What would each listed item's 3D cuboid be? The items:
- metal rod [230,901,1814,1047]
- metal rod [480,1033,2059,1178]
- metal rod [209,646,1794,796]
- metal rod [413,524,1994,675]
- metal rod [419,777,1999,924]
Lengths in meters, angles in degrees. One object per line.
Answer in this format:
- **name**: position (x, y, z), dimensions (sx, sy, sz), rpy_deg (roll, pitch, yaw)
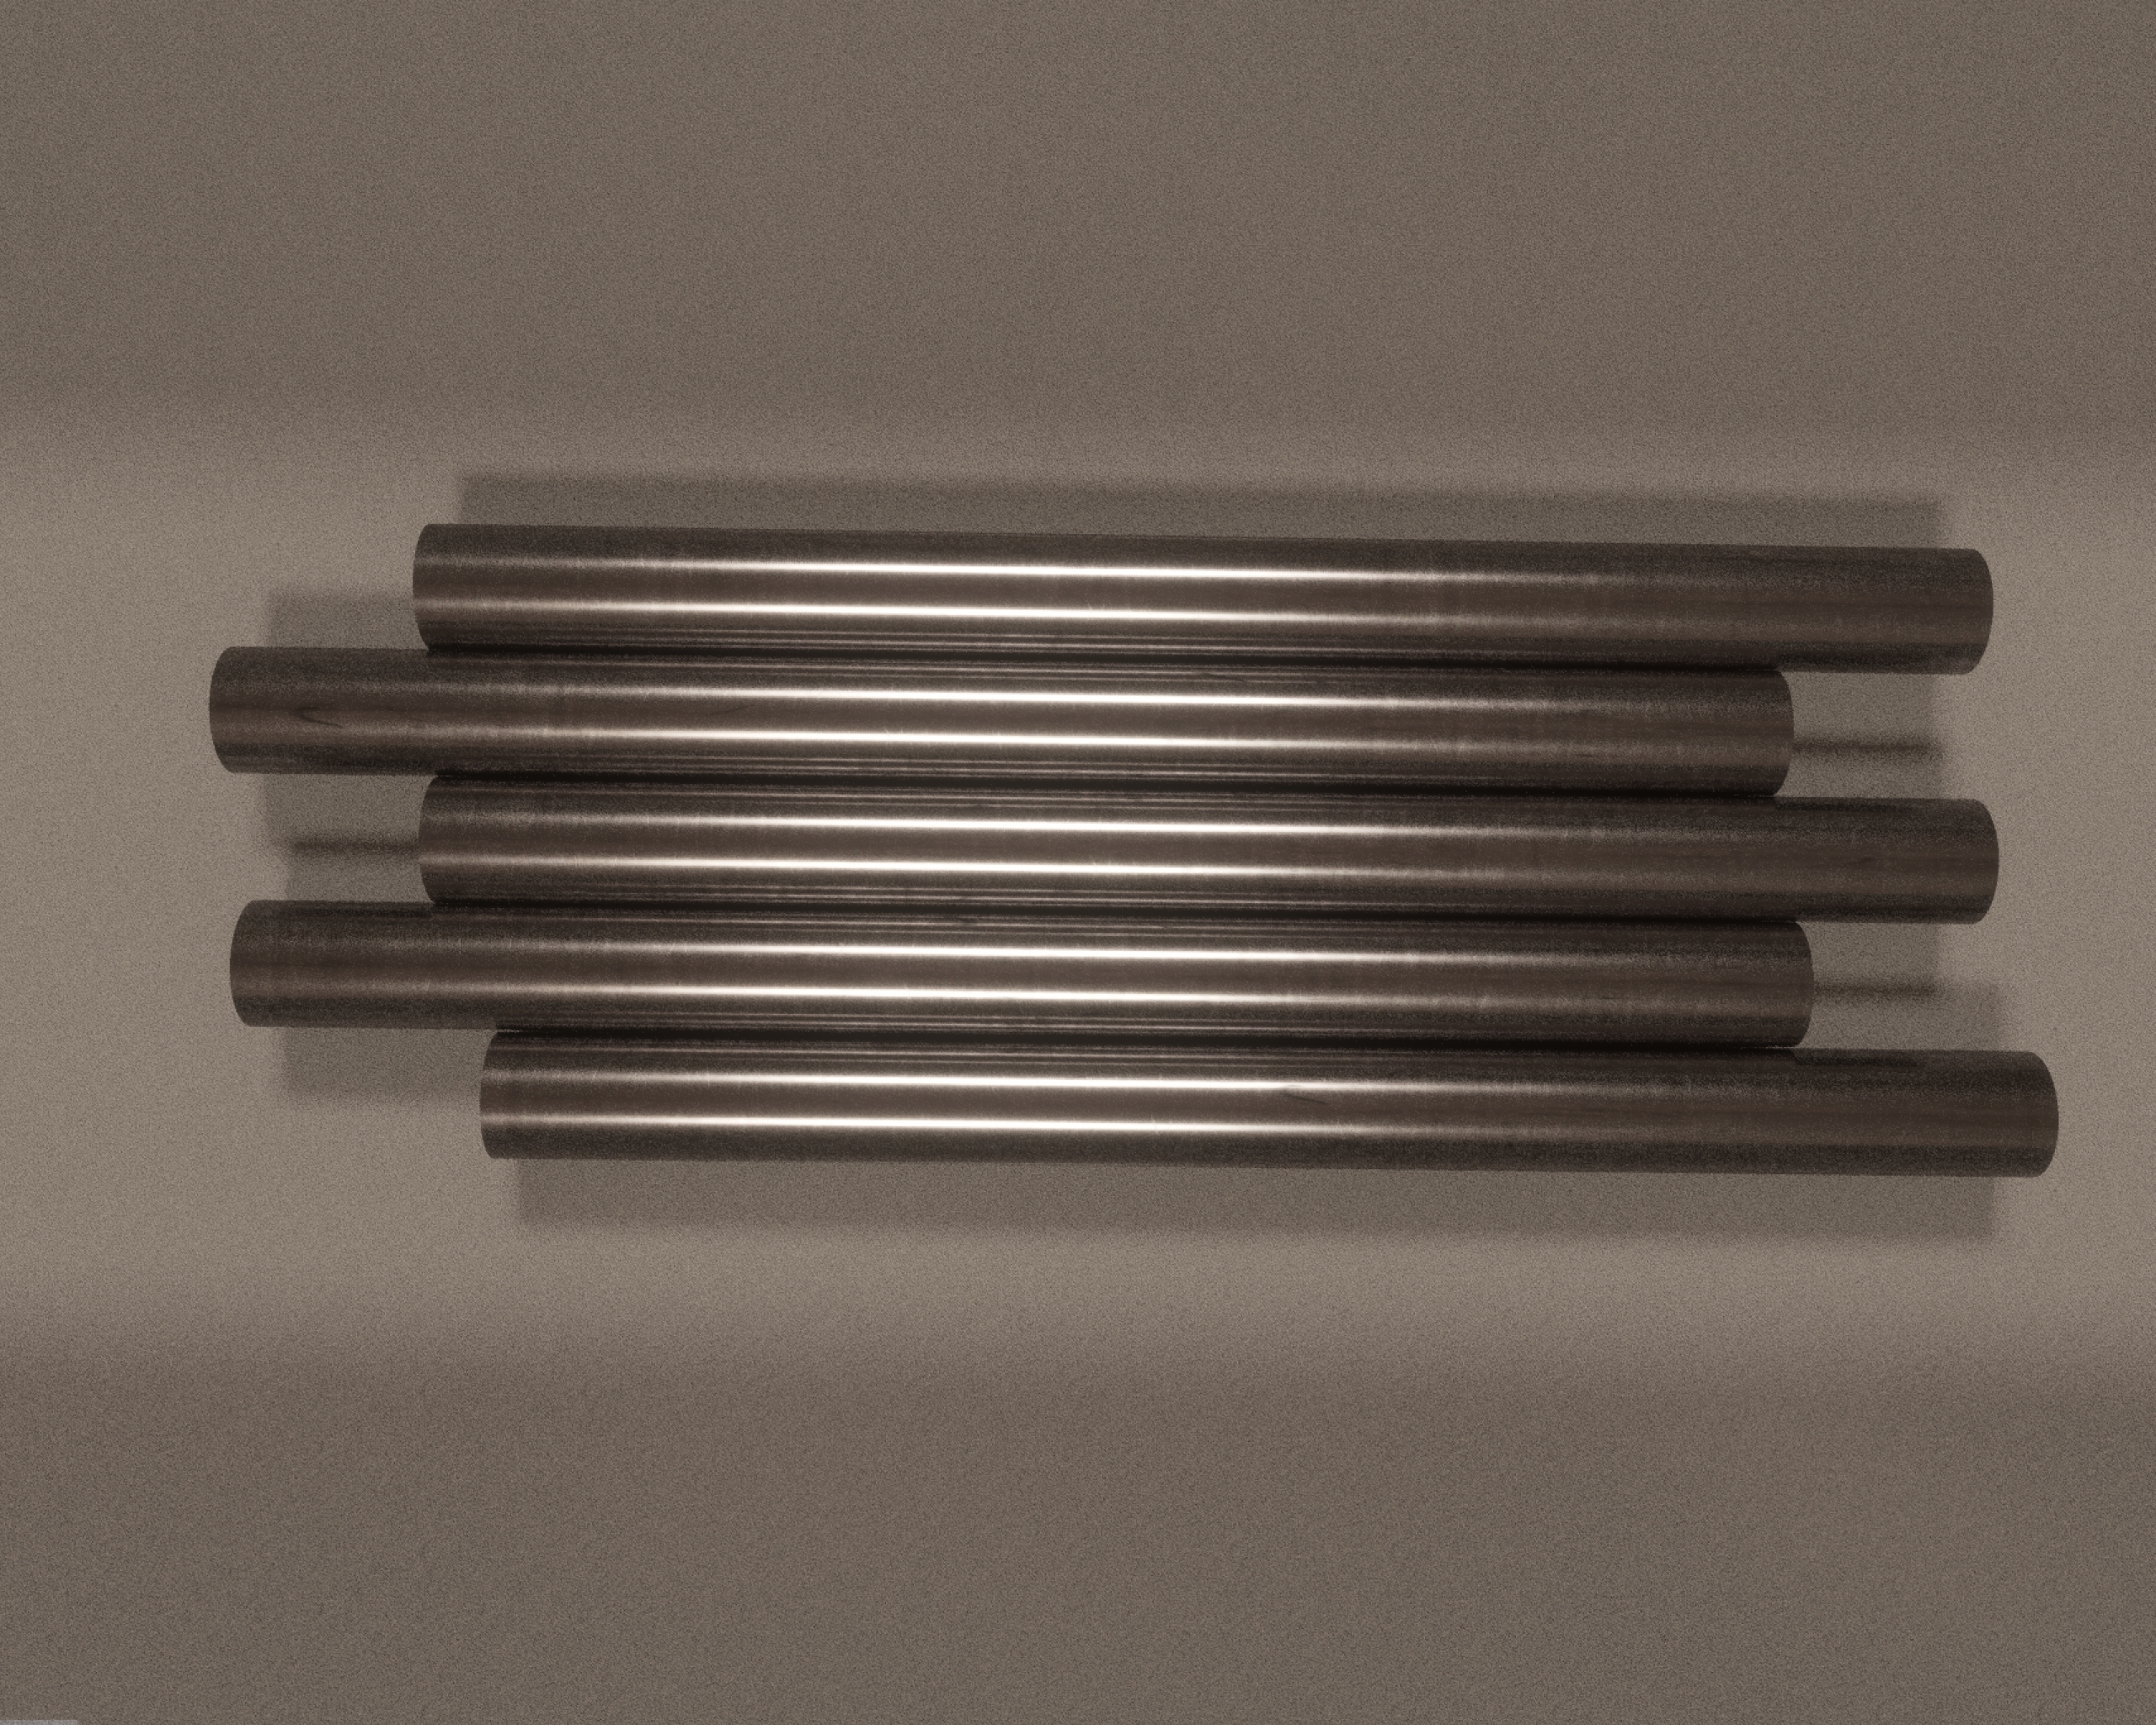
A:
- **metal rod**: position (-0.010, 0.022, 0.410), dimensions (0.302, 0.025, 0.025), rpy_deg (1, 90, -1)
- **metal rod**: position (0.037, 0.048, 0.411), dimensions (0.302, 0.025, 0.025), rpy_deg (1, 90, -1)
- **metal rod**: position (-0.014, -0.028, 0.410), dimensions (0.302, 0.025, 0.025), rpy_deg (1, 90, -1)
- **metal rod**: position (0.025, -0.052, 0.410), dimensions (0.302, 0.025, 0.025), rpy_deg (1, 90, -1)
- **metal rod**: position (0.026, -0.002, 0.410), dimensions (0.302, 0.025, 0.025), rpy_deg (1, 90, -1)
